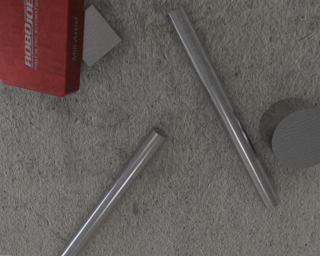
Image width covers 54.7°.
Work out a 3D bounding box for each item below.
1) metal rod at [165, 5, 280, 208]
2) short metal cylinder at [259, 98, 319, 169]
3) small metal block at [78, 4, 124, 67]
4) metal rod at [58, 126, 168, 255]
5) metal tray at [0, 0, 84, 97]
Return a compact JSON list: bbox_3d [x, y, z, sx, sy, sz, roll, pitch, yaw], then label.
[{"bbox_3d":[0.090,-0.014,0.405,0.025,0.025,0.299,-28,108,9],"label":"metal rod"},{"bbox_3d":[0.176,0.006,0.400,0.081,0.050,0.079,0,110,0],"label":"short metal cylinder"},{"bbox_3d":[-0.080,-0.109,0.369,0.050,0.025,0.050,-37,106,12],"label":"small metal block"},{"bbox_3d":[-0.085,0.121,0.453,0.025,0.025,0.299,33,107,-12],"label":"metal rod"},{"bbox_3d":[-0.136,-0.108,0.352,0.090,0.030,0.129,14,111,14],"label":"metal tray"}]
